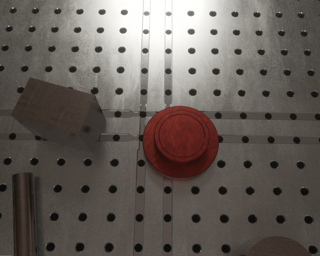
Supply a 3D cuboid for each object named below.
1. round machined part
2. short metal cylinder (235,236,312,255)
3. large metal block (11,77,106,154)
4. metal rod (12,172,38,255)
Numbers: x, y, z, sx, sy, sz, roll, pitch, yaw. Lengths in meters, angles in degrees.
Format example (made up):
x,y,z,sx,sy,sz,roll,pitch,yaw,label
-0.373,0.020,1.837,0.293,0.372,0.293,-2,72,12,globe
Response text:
x,y,z,sx,sy,sz,roll,pitch,yaw,label
0.027,0.016,0.397,0.099,0.042,0.098,0,70,-1,round machined part
0.125,0.162,0.341,0.081,0.050,0.080,0,70,-1,short metal cylinder
-0.120,-0.012,0.386,0.080,0.080,0.050,16,71,5,large metal block
-0.144,0.197,0.337,0.025,0.025,0.299,-10,70,-4,metal rod
